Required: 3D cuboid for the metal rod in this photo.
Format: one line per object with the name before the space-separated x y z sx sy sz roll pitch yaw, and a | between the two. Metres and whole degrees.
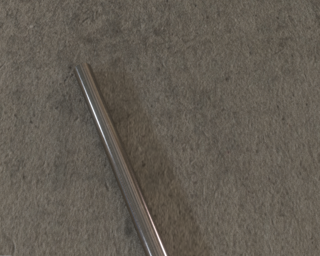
metal rod | -0.050 0.045 0.390 0.025 0.025 0.299 -22 72 -8
